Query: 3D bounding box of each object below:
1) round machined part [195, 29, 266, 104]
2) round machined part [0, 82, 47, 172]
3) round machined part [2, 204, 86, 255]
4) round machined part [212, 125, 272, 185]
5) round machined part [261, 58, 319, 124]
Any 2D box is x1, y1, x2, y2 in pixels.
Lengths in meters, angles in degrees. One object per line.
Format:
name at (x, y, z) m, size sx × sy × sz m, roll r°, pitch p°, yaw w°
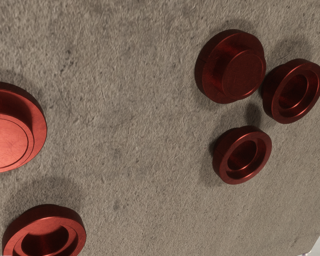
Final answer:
round machined part at (0.098, -0.075, 0.405) m, size 0.099 × 0.042 × 0.097 m, roll -14°, pitch 125°, yaw -21°
round machined part at (-0.165, 0.006, 0.310) m, size 0.099 × 0.042 × 0.097 m, roll -14°, pitch 125°, yaw -21°
round machined part at (-0.149, 0.138, 0.400) m, size 0.099 × 0.042 × 0.097 m, roll -14°, pitch 125°, yaw -21°
round machined part at (0.124, 0.038, 0.490) m, size 0.099 × 0.042 × 0.097 m, roll -14°, pitch 125°, yaw -21°
round machined part at (0.194, -0.058, 0.469) m, size 0.099 × 0.042 × 0.097 m, roll -14°, pitch 125°, yaw -21°
